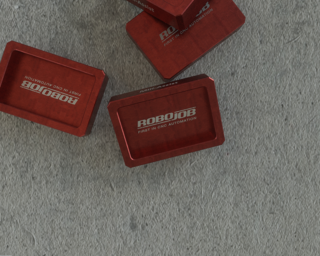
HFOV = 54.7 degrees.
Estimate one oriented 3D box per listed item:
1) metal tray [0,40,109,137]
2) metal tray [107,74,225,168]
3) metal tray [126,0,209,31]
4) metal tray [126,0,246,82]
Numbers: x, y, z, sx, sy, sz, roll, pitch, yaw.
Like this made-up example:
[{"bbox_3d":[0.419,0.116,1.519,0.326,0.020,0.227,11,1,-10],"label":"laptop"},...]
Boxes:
[{"bbox_3d":[-0.144,-0.050,0.406,0.131,0.030,0.090,18,90,0],"label":"metal tray"},{"bbox_3d":[0.009,-0.009,0.393,0.131,0.030,0.089,-14,109,0],"label":"metal tray"},{"bbox_3d":[0.002,-0.189,0.382,0.130,0.030,0.090,36,84,19],"label":"metal tray"},{"bbox_3d":[0.033,-0.134,0.407,0.130,0.030,0.090,-37,90,0],"label":"metal tray"}]
